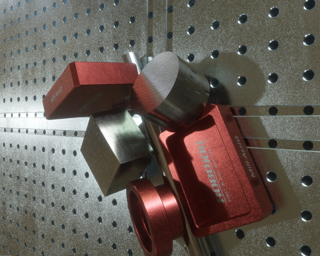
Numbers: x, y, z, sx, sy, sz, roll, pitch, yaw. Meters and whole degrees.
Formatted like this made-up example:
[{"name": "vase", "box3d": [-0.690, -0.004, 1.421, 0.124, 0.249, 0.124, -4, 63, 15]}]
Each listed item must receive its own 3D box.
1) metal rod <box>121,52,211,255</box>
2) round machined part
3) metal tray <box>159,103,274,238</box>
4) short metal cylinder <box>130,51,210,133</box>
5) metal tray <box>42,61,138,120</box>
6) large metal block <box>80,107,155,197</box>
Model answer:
[{"name": "metal rod", "box3d": [0.005, 0.035, 0.400, 0.025, 0.025, 0.299, -31, 71, 35]}, {"name": "round machined part", "box3d": [-0.005, 0.107, 0.379, 0.098, 0.042, 0.097, 166, 90, -70]}, {"name": "metal tray", "box3d": [0.058, 0.049, 0.353, 0.090, 0.030, 0.130, -31, 71, 35]}, {"name": "short metal cylinder", "box3d": [0.010, -0.041, 0.361, 0.080, 0.050, 0.080, -31, 45, 36]}, {"name": "metal tray", "box3d": [-0.097, -0.048, 0.423, 0.130, 0.091, 0.030, -27, 75, 52]}, {"name": "large metal block", "box3d": [-0.060, 0.031, 0.414, 0.080, 0.050, 0.079, 55, 140, 25]}]
